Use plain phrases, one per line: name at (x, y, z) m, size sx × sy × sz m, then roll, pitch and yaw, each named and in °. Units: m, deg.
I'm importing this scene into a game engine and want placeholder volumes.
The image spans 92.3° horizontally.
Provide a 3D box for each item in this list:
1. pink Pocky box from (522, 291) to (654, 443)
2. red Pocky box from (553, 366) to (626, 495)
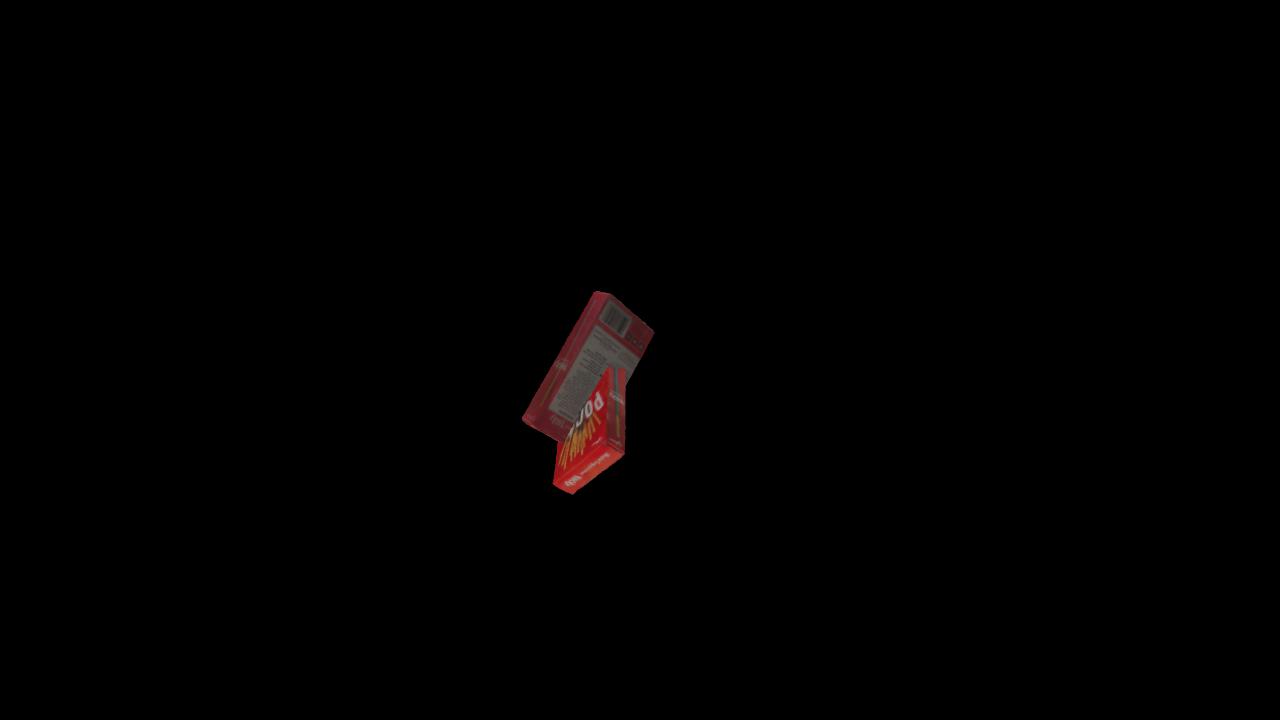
pink Pocky box at (-0.051, 0.015, 0.640) m, size 0.029 × 0.155 × 0.084 m, roll 17°, pitch -15°, yaw 45°
red Pocky box at (-0.050, 0.054, 0.636) m, size 0.028 × 0.155 × 0.083 m, roll 35°, pitch -59°, yaw -27°
